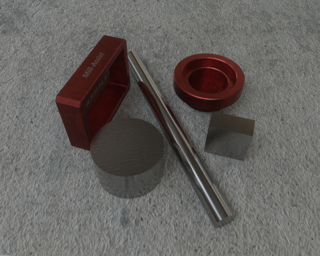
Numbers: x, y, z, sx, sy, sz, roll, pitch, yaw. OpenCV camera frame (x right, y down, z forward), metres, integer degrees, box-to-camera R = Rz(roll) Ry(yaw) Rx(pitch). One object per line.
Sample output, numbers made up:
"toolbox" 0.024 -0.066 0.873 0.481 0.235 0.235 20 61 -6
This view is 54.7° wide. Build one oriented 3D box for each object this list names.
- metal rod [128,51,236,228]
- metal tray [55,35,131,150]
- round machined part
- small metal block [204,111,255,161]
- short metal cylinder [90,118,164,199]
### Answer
"metal rod" 0.011 -0.008 0.412 0.025 0.025 0.300 -17 52 -14
"metal tray" -0.079 -0.047 0.401 0.030 0.089 0.130 14 51 11
"round machined part" 0.068 -0.061 0.446 0.099 0.042 0.098 0 50 0
"small metal block" 0.083 0.010 0.377 0.050 0.050 0.025 13 51 10
"short metal cylinder" -0.036 0.035 0.359 0.081 0.050 0.080 0 50 0
